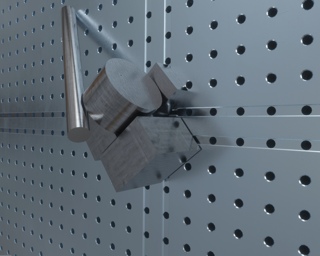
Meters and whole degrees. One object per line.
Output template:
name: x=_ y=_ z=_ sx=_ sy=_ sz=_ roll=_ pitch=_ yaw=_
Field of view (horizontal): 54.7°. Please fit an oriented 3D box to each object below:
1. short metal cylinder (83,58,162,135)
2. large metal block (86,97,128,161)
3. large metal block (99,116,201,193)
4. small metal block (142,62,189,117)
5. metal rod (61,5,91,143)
short metal cylinder: x=-0.045 y=-0.038 z=0.375 sx=0.050 sy=0.081 sz=0.080 roll=-44 pitch=64 yaw=31
large metal block: x=-0.059 y=-0.006 z=0.421 sx=0.050 sy=0.081 sz=0.080 roll=-45 pitch=63 yaw=30
large metal block: x=-0.012 y=0.031 z=0.379 sx=0.080 sy=0.081 sz=0.050 roll=-45 pitch=64 yaw=30
small metal block: x=0.002 y=-0.049 z=0.407 sx=0.050 sy=0.025 sz=0.050 roll=-49 pitch=62 yaw=28
metal rod: x=-0.125 y=-0.097 z=0.442 sx=0.025 sy=0.025 sz=0.300 roll=-49 pitch=40 yaw=29
